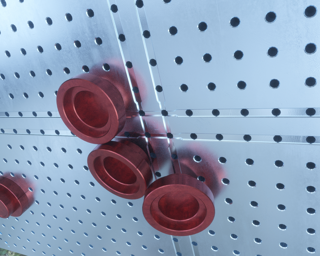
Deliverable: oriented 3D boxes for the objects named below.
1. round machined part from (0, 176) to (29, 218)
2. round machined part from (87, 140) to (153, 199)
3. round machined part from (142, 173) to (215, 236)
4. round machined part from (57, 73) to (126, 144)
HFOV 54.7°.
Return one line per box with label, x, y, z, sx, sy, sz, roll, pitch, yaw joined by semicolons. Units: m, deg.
round machined part;-0.338;0.156;0.671;0.098;0.042;0.097;13;124;20
round machined part;-0.054;0.056;0.456;0.098;0.042;0.097;17;134;19
round machined part;0.027;0.103;0.436;0.099;0.042;0.097;3;121;5
round machined part;-0.089;-0.030;0.427;0.098;0.042;0.097;13;124;20
